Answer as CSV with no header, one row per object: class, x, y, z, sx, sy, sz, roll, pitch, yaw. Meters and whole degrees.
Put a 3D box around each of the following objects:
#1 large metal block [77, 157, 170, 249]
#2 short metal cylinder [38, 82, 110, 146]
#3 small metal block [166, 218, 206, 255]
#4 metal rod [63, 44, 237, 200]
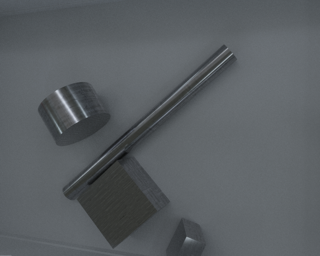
large metal block,-0.048,0.096,0.413,0.080,0.050,0.080,-44,77,14
short metal cylinder,-0.115,-0.018,0.421,0.080,0.080,0.050,-36,79,16
small metal block,0.031,0.148,0.382,0.025,0.050,0.050,24,97,-5
metal rod,-0.023,0.001,0.417,0.299,0.025,0.025,-41,78,15
